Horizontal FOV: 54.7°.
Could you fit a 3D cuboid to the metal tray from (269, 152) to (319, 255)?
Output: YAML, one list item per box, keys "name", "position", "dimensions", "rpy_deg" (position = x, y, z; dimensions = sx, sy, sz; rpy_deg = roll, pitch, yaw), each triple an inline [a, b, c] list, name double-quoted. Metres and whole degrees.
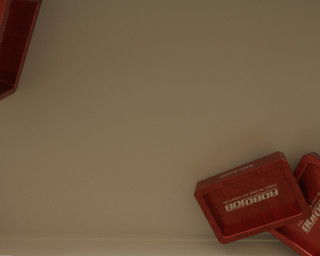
- name: "metal tray"
  position: [0.213, 0.109, 0.422]
  dimensions: [0.090, 0.030, 0.129]
  rpy_deg: [34, 112, 32]

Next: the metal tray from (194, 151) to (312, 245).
- name: "metal tray"
  position: [0.124, 0.098, 0.426]
  dimensions: [0.130, 0.030, 0.090]
  rpy_deg: [-25, 98, 18]

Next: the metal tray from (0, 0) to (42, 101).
- name: "metal tray"
  position: [-0.176, -0.092, 0.341]
  dimensions: [0.030, 0.090, 0.129]
  rpy_deg: [22, 109, -8]
